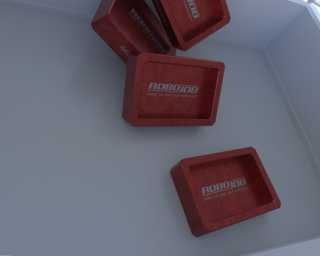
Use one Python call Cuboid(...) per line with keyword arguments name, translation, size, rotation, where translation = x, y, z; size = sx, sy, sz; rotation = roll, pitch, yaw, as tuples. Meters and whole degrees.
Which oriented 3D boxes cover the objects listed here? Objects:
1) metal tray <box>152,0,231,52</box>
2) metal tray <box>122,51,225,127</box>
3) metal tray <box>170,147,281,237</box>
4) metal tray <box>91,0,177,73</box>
Cuboid(name="metal tray", translation=(0.037, -0.184, 0.422), size=(0.090, 0.130, 0.030), rotation=(-35, 36, -8))
Cuboid(name="metal tray", translation=(0.020, -0.049, 0.409), size=(0.131, 0.030, 0.089), rotation=(-1, 106, -29))
Cuboid(name="metal tray", translation=(0.087, 0.078, 0.403), size=(0.131, 0.030, 0.090), rotation=(-6, 65, -31))
Cuboid(name="metal tray", translation=(-0.028, -0.125, 0.425), size=(0.130, 0.030, 0.090), rotation=(44, 44, -39))
